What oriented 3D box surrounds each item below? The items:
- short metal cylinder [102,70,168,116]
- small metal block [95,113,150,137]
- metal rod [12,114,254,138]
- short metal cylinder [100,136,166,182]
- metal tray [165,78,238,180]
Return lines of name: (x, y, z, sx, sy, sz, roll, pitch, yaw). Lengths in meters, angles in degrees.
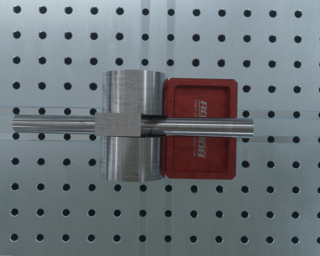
short metal cylinder: (-0.031, -0.040, 0.384, 0.081, 0.080, 0.050, 1, 90, 0)
small metal block: (-0.041, -0.004, 0.353, 0.050, 0.050, 0.025, 1, 90, 8)
metal rod: (-0.040, -0.003, 0.390, 0.301, 0.025, 0.025, 1, 90, 8)
short metal cylinder: (-0.033, 0.035, 0.385, 0.081, 0.080, 0.050, 1, 90, 0)
metal tray: (0.053, 0.001, 0.411, 0.091, 0.030, 0.129, 1, 90, 0)
